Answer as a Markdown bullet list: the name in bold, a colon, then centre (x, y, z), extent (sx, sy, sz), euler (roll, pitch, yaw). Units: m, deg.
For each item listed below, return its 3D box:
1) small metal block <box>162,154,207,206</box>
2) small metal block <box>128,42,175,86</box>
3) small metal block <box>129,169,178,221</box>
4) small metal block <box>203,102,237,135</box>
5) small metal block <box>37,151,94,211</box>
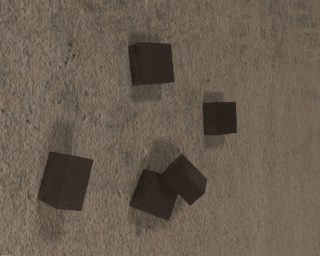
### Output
- **small metal block**: centre (0.034, 0.066, 0.407), extent (0.050, 0.025, 0.050), euler (45, 17, 1)
- **small metal block**: centre (-0.010, -0.082, 0.398), extent (0.050, 0.025, 0.050), euler (-10, 97, -40)
- **small metal block**: centre (-0.005, 0.087, 0.403), extent (0.050, 0.025, 0.050), euler (33, 70, -36)
- **small metal block**: centre (0.095, -0.015, 0.487), extent (0.050, 0.025, 0.050), euler (-5, 93, -40)
- **small metal block**: centre (-0.095, 0.052, 0.310), extent (0.025, 0.050, 0.050), euler (19, 78, -39)
